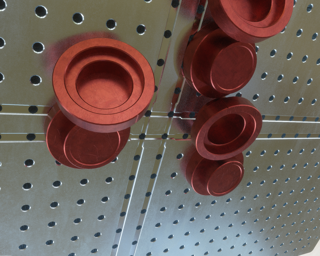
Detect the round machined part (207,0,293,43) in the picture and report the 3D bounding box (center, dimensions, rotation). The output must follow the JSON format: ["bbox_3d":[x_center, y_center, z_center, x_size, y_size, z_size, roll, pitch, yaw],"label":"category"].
[{"bbox_3d":[0.095,-0.142,0.345,0.099,0.042,0.098,1,87,-21],"label":"round machined part"}]

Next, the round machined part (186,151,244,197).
[{"bbox_3d":[0.094,0.070,0.494,0.099,0.042,0.097,-14,124,-21],"label":"round machined part"}]

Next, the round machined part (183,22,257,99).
[{"bbox_3d":[0.082,-0.082,0.394,0.099,0.042,0.097,-14,124,-21],"label":"round machined part"}]

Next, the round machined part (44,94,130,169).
[{"bbox_3d":[-0.080,0.009,0.361,0.099,0.042,0.097,-14,124,-21],"label":"round machined part"}]

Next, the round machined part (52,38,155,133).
[{"bbox_3d":[-0.057,-0.040,0.320,0.099,0.098,0.042,-18,163,-18],"label":"round machined part"}]

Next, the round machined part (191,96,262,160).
[{"bbox_3d":[0.088,-0.004,0.434,0.099,0.042,0.097,-12,132,-13],"label":"round machined part"}]
